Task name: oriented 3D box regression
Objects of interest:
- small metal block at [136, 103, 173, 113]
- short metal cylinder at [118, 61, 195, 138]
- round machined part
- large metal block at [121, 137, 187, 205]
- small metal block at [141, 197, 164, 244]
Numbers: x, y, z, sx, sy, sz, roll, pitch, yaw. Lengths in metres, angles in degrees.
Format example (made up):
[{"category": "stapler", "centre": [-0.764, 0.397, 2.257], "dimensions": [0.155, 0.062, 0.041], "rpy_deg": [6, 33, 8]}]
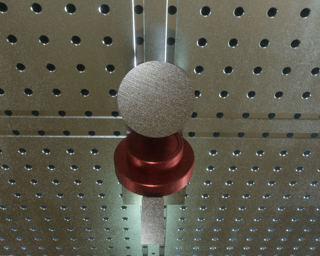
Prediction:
[{"category": "small metal block", "centre": [-0.007, -0.017, 0.396], "dimensions": [0.050, 0.025, 0.050], "rpy_deg": [0, 130, -1]}, {"category": "short metal cylinder", "centre": [-0.004, -0.033, 0.345], "dimensions": [0.081, 0.050, 0.079], "rpy_deg": [0, 100, -1]}, {"category": "round machined part", "centre": [-0.007, 0.032, 0.377], "dimensions": [0.099, 0.098, 0.042], "rpy_deg": [1, 130, -1]}, {"category": "large metal block", "centre": [-0.008, 0.056, 0.422], "dimensions": [0.081, 0.080, 0.050], "rpy_deg": [1, 130, -1]}, {"category": "small metal block", "centre": [-0.009, 0.107, 0.367], "dimensions": [0.025, 0.050, 0.050], "rpy_deg": [1, 168, -2]}]
